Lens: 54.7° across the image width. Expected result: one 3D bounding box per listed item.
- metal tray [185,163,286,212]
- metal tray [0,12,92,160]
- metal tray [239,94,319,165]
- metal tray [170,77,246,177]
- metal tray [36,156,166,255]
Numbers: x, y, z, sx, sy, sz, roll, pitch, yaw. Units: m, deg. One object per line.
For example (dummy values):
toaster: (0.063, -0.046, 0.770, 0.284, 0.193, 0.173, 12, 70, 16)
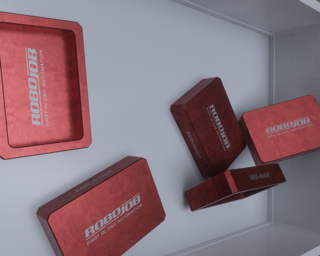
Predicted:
metal tray: (0.113, 0.087, 0.459, 0.131, 0.090, 0.030, 0, 62, -40)
metal tray: (-0.119, -0.040, 0.304, 0.091, 0.030, 0.129, -7, 95, -40)
metal tray: (0.208, 0.004, 0.514, 0.131, 0.030, 0.090, -15, 70, -6)
metal tray: (0.078, 0.000, 0.471, 0.090, 0.030, 0.129, -41, 115, -32)
metal tray: (-0.059, 0.100, 0.355, 0.131, 0.030, 0.089, -29, 108, -36)
